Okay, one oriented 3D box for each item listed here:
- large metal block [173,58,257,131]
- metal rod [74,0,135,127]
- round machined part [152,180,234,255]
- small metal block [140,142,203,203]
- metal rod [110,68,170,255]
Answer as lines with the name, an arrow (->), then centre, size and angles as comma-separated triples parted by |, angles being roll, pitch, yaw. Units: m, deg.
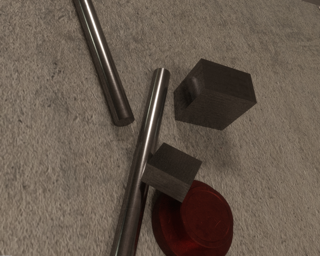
large metal block -> 0.074, -0.043, 0.437 | 0.081, 0.080, 0.050 | 12, 57, -22
metal rod -> -0.094, -0.138, 0.438 | 0.025, 0.025, 0.299 | -8, 66, -32
round machined part -> 0.044, 0.105, 0.354 | 0.099, 0.042, 0.098 | 14, 56, -21
small metal block -> 0.014, 0.047, 0.343 | 0.050, 0.025, 0.050 | 27, 30, 9
metal rod -> -0.020, 0.041, 0.368 | 0.025, 0.025, 0.300 | 22, 53, -15
